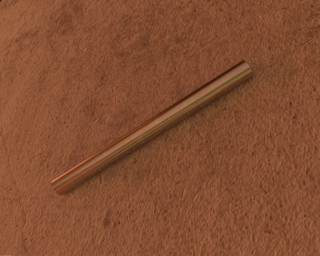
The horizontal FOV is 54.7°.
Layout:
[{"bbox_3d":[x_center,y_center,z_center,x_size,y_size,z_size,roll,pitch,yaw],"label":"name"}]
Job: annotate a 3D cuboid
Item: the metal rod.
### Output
[{"bbox_3d":[-0.015,0.003,0.410,0.300,0.025,0.025,-32,52,7],"label":"metal rod"}]
